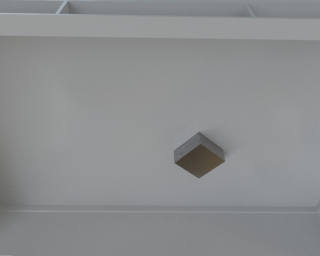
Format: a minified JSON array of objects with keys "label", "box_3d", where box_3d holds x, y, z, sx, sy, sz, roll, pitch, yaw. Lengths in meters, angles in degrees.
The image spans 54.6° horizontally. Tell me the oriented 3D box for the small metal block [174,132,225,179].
[{"label":"small metal block","box_3d":[0.056,0.040,0.443,0.050,0.025,0.050,35,122,-26]}]
